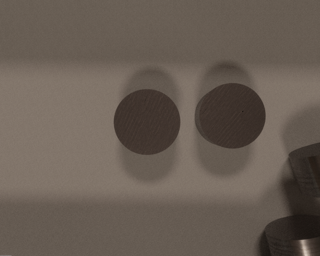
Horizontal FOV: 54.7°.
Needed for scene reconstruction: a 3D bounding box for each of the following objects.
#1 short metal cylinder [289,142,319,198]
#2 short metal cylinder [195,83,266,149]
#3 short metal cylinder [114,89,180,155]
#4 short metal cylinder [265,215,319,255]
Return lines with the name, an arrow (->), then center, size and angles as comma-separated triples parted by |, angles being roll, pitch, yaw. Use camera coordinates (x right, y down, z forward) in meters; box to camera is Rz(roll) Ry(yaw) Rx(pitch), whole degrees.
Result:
short metal cylinder -> 0.210, 0.049, 0.387 | 0.080, 0.080, 0.050 | -17, 90, 0
short metal cylinder -> 0.088, -0.015, 0.400 | 0.081, 0.050, 0.079 | 0, 90, -1
short metal cylinder -> -0.016, -0.007, 0.399 | 0.081, 0.050, 0.079 | 0, 90, -1
short metal cylinder -> 0.178, 0.147, 0.386 | 0.080, 0.080, 0.050 | -13, 90, 0
